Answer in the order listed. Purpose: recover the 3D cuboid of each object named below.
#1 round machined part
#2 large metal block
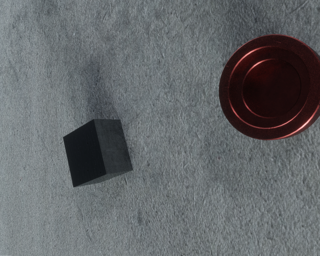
[{"bbox_3d":[0.111,-0.037,0.302,0.098,0.042,0.097,0,90,40],"label":"round machined part"},{"bbox_3d":[-0.095,0.038,0.467,0.080,0.050,0.080,-25,74,37],"label":"large metal block"}]
